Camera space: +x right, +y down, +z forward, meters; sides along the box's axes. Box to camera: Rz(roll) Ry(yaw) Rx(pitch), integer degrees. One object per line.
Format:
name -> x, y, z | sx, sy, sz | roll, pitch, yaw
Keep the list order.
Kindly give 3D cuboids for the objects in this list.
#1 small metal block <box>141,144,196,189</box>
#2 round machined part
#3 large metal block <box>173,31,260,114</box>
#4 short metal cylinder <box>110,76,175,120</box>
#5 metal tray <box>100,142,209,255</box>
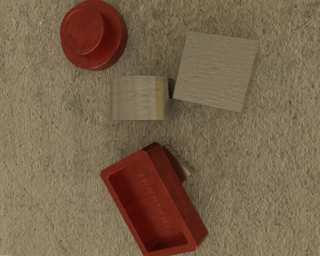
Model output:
small metal block -> 0.009, 0.057, 0.405 | 0.050, 0.025, 0.050 | 46, 104, 14
round machined part -> -0.099, -0.132, 0.434 | 0.098, 0.042, 0.097 | 0, 90, 19
large metal block -> 0.069, -0.065, 0.371 | 0.080, 0.050, 0.079 | 14, 95, 19
short metal cylinder -> -0.021, -0.034, 0.386 | 0.080, 0.080, 0.050 | 0, 90, 19
metal tray -> -0.010, 0.093, 0.384 | 0.090, 0.030, 0.130 | -30, 88, 37
